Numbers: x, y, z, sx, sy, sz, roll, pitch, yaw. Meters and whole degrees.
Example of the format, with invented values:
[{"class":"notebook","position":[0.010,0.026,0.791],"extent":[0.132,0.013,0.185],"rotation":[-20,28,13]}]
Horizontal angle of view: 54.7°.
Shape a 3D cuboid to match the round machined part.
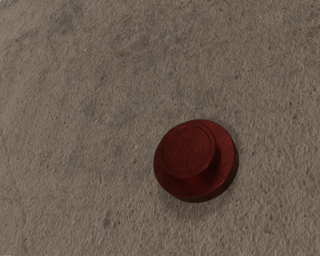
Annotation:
[{"class":"round machined part","position":[0.036,0.032,0.353],"extent":[0.098,0.042,0.098],"rotation":[-13,56,20]}]
